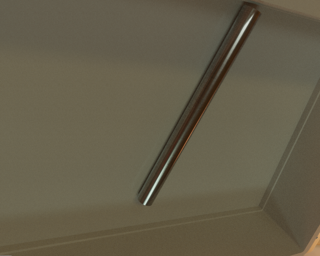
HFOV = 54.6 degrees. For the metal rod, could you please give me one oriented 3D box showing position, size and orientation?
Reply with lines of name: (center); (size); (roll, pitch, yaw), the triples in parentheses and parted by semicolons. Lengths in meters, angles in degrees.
metal rod: (0.045, -0.019, 0.420); (0.025, 0.025, 0.298); (17, 110, -35)
